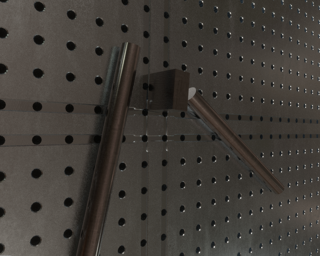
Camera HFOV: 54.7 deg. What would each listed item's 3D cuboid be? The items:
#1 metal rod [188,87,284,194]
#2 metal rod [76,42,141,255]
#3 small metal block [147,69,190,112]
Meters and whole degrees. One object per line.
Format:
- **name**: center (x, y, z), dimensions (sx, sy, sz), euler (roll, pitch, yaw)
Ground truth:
- **metal rod**: center (0.137, 0.035, 0.526), dimensions (0.300, 0.025, 0.025), euler (41, 65, -32)
- **metal rod**: center (-0.063, 0.045, 0.358), dimensions (0.025, 0.025, 0.299), euler (18, 79, -39)
- **small metal block**: center (0.010, -0.047, 0.404), dimensions (0.025, 0.050, 0.050), euler (7, 86, -40)
